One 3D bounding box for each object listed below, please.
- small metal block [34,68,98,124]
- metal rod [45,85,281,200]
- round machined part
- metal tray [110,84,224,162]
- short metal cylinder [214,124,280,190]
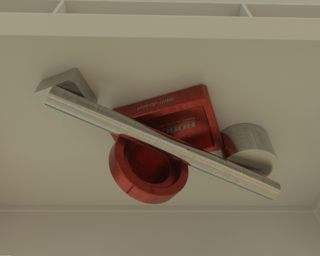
[{"bbox_3d":[-0.111,-0.038,0.373,0.050,0.025,0.050,-17,128,13],"label":"small metal block"},{"bbox_3d":[0.014,0.023,0.373,0.302,0.025,0.025,24,126,-12],"label":"metal rod"},{"bbox_3d":[-0.017,0.049,0.384,0.099,0.098,0.042,22,134,-18],"label":"round machined part"},{"bbox_3d":[0.009,0.003,0.406,0.130,0.030,0.090,-15,129,12],"label":"metal tray"},{"bbox_3d":[0.117,0.040,0.427,0.081,0.050,0.079,0,130,0],"label":"short metal cylinder"}]
